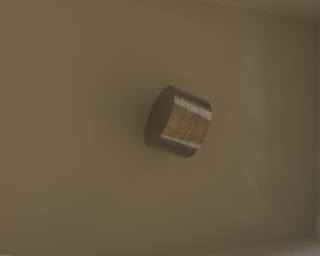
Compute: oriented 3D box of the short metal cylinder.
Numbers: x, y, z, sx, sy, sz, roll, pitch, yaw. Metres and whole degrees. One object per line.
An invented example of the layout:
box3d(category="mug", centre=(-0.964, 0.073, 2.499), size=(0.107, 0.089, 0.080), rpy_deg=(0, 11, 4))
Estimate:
box3d(category="short metal cylinder", centre=(0.021, -0.007, 0.389), size=(0.050, 0.080, 0.080), rpy_deg=(21, 83, -19))
